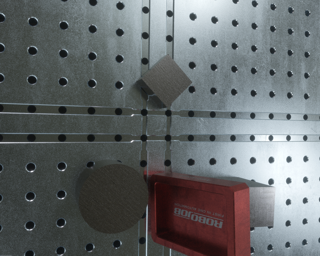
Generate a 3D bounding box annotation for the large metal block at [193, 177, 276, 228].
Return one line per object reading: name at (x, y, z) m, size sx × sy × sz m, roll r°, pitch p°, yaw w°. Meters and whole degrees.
large metal block at (0.095, 0.097, 0.418) m, size 0.081 × 0.080 × 0.050 m, roll 4°, pitch 89°, yaw -20°

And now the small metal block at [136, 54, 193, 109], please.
small metal block at (0.006, -0.062, 0.415) m, size 0.050 × 0.025 × 0.050 m, roll -46°, pitch 104°, yaw -14°

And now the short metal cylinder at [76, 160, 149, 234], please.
short metal cylinder at (-0.060, 0.081, 0.377) m, size 0.081 × 0.050 × 0.079 m, roll 0°, pitch 90°, yaw -20°

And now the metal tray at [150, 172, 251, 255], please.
metal tray at (0.043, 0.105, 0.372) m, size 0.030 × 0.130 × 0.089 m, roll -2°, pitch 91°, yaw -43°
